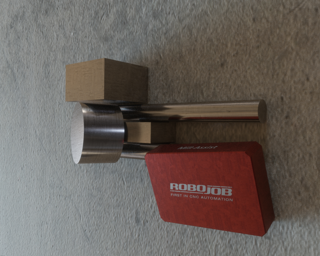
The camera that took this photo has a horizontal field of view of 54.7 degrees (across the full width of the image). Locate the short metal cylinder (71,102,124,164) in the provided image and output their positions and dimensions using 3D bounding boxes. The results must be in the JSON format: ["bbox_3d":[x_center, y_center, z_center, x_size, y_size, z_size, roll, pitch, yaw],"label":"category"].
[{"bbox_3d":[-0.085,0.007,0.412,0.080,0.050,0.080,-8,81,63],"label":"short metal cylinder"}]

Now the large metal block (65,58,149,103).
[{"bbox_3d":[-0.072,-0.061,0.429,0.080,0.081,0.050,1,91,39],"label":"large metal block"}]

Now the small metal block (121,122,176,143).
[{"bbox_3d":[-0.014,0.005,0.399,0.050,0.050,0.025,1,91,39],"label":"small metal block"}]

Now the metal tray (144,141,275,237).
[{"bbox_3d":[0.050,0.064,0.342,0.130,0.030,0.089,-5,105,38],"label":"metal tray"}]

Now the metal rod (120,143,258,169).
[{"bbox_3d":[-0.014,0.031,0.416,0.300,0.025,0.025,0,90,39],"label":"metal rod"}]

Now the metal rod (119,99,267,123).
[{"bbox_3d":[-0.010,-0.020,0.413,0.300,0.025,0.025,1,91,39],"label":"metal rod"}]
